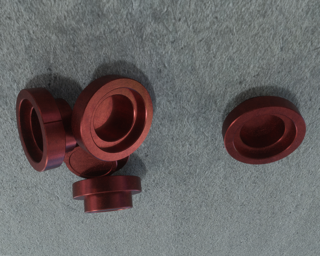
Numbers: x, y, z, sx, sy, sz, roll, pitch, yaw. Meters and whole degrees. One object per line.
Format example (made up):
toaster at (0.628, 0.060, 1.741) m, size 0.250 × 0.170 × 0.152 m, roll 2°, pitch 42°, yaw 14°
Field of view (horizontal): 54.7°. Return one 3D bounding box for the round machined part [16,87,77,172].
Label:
round machined part at (-0.133, 0.000, 0.370) m, size 0.042 × 0.098 × 0.097 m, roll -13°, pitch 141°, yaw -39°

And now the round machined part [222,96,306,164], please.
round machined part at (0.128, -0.001, 0.396) m, size 0.099 × 0.042 × 0.097 m, roll 0°, pitch 130°, yaw 0°

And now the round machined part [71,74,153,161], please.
round machined part at (-0.059, -0.014, 0.361) m, size 0.099 × 0.042 × 0.097 m, roll -20°, pitch 120°, yaw -39°

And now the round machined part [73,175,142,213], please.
round machined part at (-0.075, 0.098, 0.449) m, size 0.099 × 0.042 × 0.098 m, roll -7°, pitch 163°, yaw -2°

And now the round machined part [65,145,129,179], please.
round machined part at (-0.091, 0.033, 0.423) m, size 0.099 × 0.042 × 0.097 m, roll 0°, pitch 130°, yaw 0°
